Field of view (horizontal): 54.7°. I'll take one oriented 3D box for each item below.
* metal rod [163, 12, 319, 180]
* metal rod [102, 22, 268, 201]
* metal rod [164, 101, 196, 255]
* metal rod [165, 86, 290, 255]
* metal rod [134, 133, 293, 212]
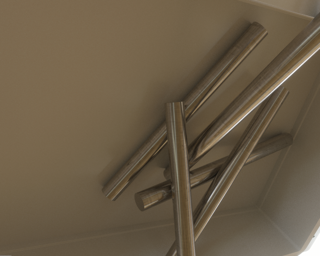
[{"bbox_3d":[0.088,-0.016,0.369,0.025,0.025,0.298,7,140,-32],"label":"metal rod"},{"bbox_3d":[0.030,-0.019,0.414,0.300,0.025,0.025,-48,129,5],"label":"metal rod"},{"bbox_3d":[0.030,0.115,0.402,0.025,0.025,0.298,-8,97,-25],"label":"metal rod"},{"bbox_3d":[0.094,0.069,0.439,0.025,0.025,0.299,35,86,-39],"label":"metal rod"},{"bbox_3d":[0.099,0.058,0.472,0.303,0.025,0.025,-17,126,-30],"label":"metal rod"}]
